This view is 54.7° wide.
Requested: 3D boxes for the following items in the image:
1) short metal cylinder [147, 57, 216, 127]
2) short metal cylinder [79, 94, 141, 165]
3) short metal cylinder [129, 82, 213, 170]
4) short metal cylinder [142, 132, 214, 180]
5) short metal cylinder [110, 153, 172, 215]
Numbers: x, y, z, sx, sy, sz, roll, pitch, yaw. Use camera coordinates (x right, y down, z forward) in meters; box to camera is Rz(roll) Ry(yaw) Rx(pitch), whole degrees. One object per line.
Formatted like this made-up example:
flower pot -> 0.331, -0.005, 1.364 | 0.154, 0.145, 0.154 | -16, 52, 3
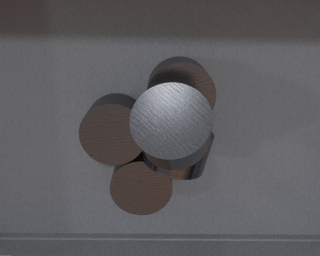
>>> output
short metal cylinder -> 0.025, -0.044, 0.380 | 0.081, 0.050, 0.079 | 0, 110, -1
short metal cylinder -> -0.057, 0.001, 0.395 | 0.081, 0.050, 0.079 | 0, 110, -1
short metal cylinder -> 0.013, 0.000, 0.322 | 0.080, 0.050, 0.080 | -2, 70, 6
short metal cylinder -> 0.022, 0.022, 0.390 | 0.081, 0.080, 0.050 | 13, 110, -5
short metal cylinder -> -0.024, 0.070, 0.421 | 0.081, 0.050, 0.079 | 0, 110, -1
